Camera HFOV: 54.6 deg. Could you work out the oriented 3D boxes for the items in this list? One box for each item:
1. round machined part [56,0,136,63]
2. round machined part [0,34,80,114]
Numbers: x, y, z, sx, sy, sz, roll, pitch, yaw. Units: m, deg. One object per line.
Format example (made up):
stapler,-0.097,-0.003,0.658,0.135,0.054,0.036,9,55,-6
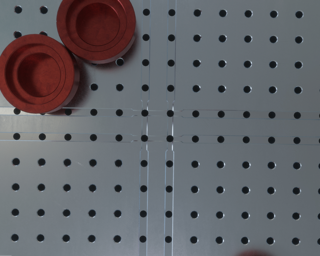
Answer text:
round machined part,-0.079,-0.132,0.404,0.099,0.042,0.097,0,90,0
round machined part,-0.152,-0.068,0.401,0.098,0.042,0.097,0,93,3
